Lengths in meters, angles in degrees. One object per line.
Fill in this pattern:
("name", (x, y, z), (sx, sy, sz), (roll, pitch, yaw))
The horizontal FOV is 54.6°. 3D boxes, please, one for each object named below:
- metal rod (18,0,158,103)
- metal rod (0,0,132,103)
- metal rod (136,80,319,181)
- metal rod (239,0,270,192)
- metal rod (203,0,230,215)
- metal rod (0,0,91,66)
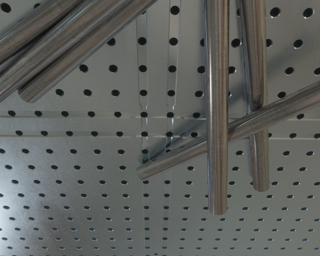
("metal rod", (-0.044, -0.110, 0.311), (0.299, 0.025, 0.025), (-31, 124, 25))
("metal rod", (-0.113, -0.084, 0.320), (0.300, 0.025, 0.025), (-27, 126, 27))
("metal rod", (0.086, 0.008, 0.392), (0.299, 0.025, 0.025), (-28, 125, 31))
("metal rod", (0.124, -0.020, 0.395), (0.025, 0.025, 0.299), (-11, 130, 9))
("metal rod", (0.065, -0.022, 0.352), (0.025, 0.025, 0.298), (-4, 118, 3))
("metal rod", (-0.115, -0.112, 0.314), (0.300, 0.025, 0.025), (-25, 126, 19))
